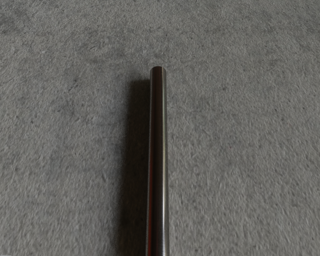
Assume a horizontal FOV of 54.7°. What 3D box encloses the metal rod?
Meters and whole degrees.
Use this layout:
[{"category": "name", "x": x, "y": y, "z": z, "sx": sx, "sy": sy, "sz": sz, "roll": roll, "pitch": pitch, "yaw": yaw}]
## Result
[{"category": "metal rod", "x": -0.003, "y": 0.030, "z": 0.377, "sx": 0.025, "sy": 0.025, "sz": 0.300, "roll": 0, "pitch": 50, "yaw": 0}]
